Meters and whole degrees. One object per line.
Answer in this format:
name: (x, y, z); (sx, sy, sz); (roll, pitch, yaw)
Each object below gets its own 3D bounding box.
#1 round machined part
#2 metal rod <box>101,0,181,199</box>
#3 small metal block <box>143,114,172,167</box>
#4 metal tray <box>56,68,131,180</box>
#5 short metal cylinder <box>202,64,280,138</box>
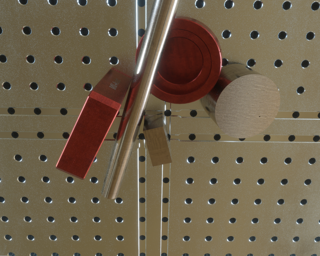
round machined part: (0.024, -0.081, 0.367); (0.098, 0.042, 0.097); (5, 116, 11)
metal rod: (-0.029, -0.026, 0.370); (0.025, 0.025, 0.298); (16, 122, -6)
small metal block: (-0.003, 0.015, 0.406); (0.025, 0.050, 0.050); (-13, 110, 4)
metal tray: (-0.070, -0.012, 0.352); (0.030, 0.130, 0.089); (26, 108, -10)
short metal cylinder: (0.097, -0.034, 0.381); (0.081, 0.050, 0.079); (-5, 115, -10)
